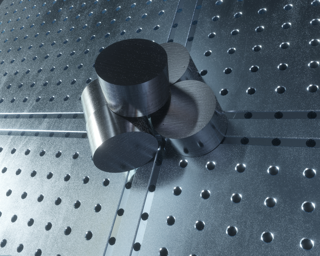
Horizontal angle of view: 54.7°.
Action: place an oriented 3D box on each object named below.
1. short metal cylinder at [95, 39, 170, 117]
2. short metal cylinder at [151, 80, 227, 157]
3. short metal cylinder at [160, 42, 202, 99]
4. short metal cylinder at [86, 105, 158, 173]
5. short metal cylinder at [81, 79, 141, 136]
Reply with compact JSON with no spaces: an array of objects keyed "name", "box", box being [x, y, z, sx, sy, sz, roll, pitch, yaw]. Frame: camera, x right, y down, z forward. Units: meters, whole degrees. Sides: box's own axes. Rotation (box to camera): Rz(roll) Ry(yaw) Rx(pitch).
[{"name":"short metal cylinder","box":[-0.030,-0.059,0.360,0.080,0.050,0.080,-2,51,3]},{"name":"short metal cylinder","box":[0.036,-0.011,0.378,0.080,0.050,0.080,-13,56,20]},{"name":"short metal cylinder","box":[0.011,-0.071,0.427,0.080,0.050,0.080,-13,56,20]},{"name":"short metal cylinder","box":[-0.048,0.013,0.389,0.080,0.080,0.050,-30,52,9]},{"name":"short metal cylinder","box":[-0.062,-0.025,0.419,0.080,0.080,0.050,-30,52,9]}]
